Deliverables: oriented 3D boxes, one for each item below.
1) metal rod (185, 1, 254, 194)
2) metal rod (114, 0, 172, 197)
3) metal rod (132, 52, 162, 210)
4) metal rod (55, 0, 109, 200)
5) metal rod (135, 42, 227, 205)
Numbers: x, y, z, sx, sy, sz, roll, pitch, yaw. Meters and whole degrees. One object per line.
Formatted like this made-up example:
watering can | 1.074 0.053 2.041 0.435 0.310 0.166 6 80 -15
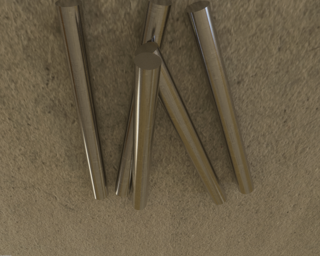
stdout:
metal rod | 0.086 -0.013 0.397 0.025 0.025 0.299 -15 129 12
metal rod | -0.030 -0.013 0.395 0.025 0.025 0.298 8 130 -8
metal rod | -0.023 0.032 0.398 0.025 0.025 0.298 3 141 -3
metal rod | -0.092 -0.009 0.398 0.025 0.025 0.298 0 130 -1
metal rod | 0.042 0.018 0.405 0.025 0.025 0.299 -17 134 14
